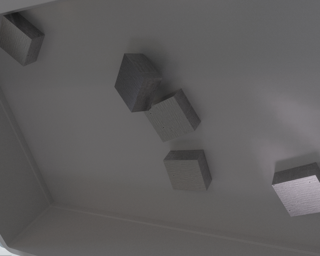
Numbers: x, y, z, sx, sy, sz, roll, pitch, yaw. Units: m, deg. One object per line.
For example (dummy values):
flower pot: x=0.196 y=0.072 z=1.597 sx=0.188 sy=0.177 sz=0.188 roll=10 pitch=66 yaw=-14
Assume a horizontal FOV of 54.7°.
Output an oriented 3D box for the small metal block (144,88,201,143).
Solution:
small metal block: x=0.015 y=-0.015 z=0.391 sx=0.050 sy=0.025 sz=0.050 roll=-22 pitch=107 yaw=36

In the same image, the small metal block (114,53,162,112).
small metal block: x=-0.028 y=-0.055 z=0.374 sx=0.050 sy=0.025 sz=0.050 roll=55 pitch=137 yaw=33

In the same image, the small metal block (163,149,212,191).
small metal block: x=0.038 y=0.058 z=0.424 sx=0.050 sy=0.025 sz=0.050 roll=-5 pitch=116 yaw=30

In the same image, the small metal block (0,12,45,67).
small metal block: x=-0.196 y=-0.124 z=0.435 sx=0.050 sy=0.025 sz=0.050 roll=40 pitch=129 yaw=0

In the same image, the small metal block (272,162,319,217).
small metal block: x=0.169 y=0.073 z=0.365 sx=0.050 sy=0.025 sz=0.050 roll=-24 pitch=105 yaw=36
